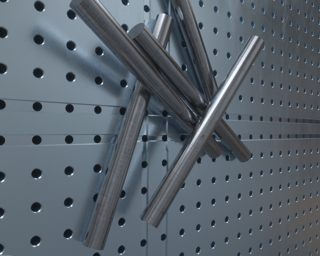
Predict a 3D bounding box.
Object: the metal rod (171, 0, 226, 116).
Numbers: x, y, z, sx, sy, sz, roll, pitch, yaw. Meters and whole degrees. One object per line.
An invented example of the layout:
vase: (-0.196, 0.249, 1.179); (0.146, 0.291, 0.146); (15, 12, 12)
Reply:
metal rod: (0.039, -0.152, 0.443); (0.025, 0.025, 0.299); (-35, 112, -35)

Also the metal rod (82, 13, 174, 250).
metal rod: (-0.034, -0.007, 0.382); (0.025, 0.025, 0.299); (27, 73, -37)

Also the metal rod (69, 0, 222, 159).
metal rod: (0.006, -0.042, 0.385); (0.300, 0.025, 0.025); (44, 63, -42)

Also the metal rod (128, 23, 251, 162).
metal rod: (0.059, -0.030, 0.440); (0.300, 0.025, 0.025); (42, 64, -39)

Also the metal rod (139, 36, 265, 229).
metal rod: (0.064, -0.007, 0.414); (0.025, 0.025, 0.300); (44, 70, -32)
